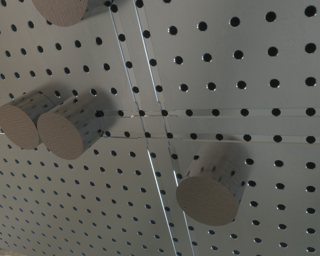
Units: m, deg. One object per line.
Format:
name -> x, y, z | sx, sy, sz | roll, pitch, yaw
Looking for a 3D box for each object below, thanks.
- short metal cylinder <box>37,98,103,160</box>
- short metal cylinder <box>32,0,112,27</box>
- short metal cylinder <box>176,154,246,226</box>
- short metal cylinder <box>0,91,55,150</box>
short metal cylinder -> -0.134, 0.001, 0.464 | 0.080, 0.050, 0.079 | 13, 124, 20
short metal cylinder -> -0.100, -0.160, 0.347 | 0.080, 0.050, 0.079 | 13, 124, 20
short metal cylinder -> 0.068, 0.081, 0.409 | 0.080, 0.050, 0.079 | 13, 124, 20
short metal cylinder -> -0.207, -0.012, 0.494 | 0.080, 0.050, 0.079 | 13, 124, 20
